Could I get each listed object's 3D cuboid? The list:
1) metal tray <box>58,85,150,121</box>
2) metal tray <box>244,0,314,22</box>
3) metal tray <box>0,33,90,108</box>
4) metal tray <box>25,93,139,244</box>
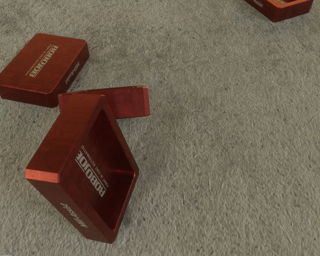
[{"bbox_3d":[-0.062,-0.032,0.375,0.091,0.030,0.130,-6,9,-5],"label":"metal tray"},{"bbox_3d":[0.228,-0.268,0.626,0.091,0.030,0.130,-21,53,-17],"label":"metal tray"},{"bbox_3d":[-0.176,-0.093,0.476,0.090,0.030,0.130,11,51,9],"label":"metal tray"},{"bbox_3d":[-0.062,0.042,0.295,0.030,0.129,0.090,5,51,19],"label":"metal tray"}]
